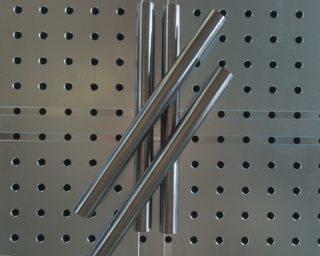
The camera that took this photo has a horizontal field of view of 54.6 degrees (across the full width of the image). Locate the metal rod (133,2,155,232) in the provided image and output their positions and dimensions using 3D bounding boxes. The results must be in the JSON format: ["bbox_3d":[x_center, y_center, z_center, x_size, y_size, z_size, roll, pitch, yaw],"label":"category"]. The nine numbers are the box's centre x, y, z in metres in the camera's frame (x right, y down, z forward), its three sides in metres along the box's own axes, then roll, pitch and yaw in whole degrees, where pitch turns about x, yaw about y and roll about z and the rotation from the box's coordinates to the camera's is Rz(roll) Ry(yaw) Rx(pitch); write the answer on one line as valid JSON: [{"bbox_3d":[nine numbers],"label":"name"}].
[{"bbox_3d":[-0.021,-0.014,0.414,0.025,0.025,0.298,1,90,0],"label":"metal rod"}]

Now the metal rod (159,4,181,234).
[{"bbox_3d":[0.014,-0.011,0.414,0.025,0.025,0.298,1,90,0],"label":"metal rod"}]

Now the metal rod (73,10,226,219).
[{"bbox_3d":[-0.013,-0.017,0.389,0.025,0.025,0.299,35,90,0],"label":"metal rod"}]

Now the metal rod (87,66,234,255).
[{"bbox_3d":[-0.003,0.053,0.388,0.025,0.025,0.299,35,90,0],"label":"metal rod"}]
